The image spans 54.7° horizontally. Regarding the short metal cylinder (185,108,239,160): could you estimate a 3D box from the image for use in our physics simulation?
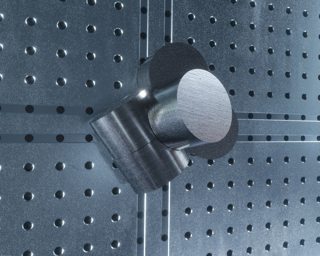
[{"bbox_3d":[0.058,0.001,0.421,0.081,0.050,0.079,0,90,-21],"label":"short metal cylinder"}]

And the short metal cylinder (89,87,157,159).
[{"bbox_3d":[-0.037,-0.007,0.371,0.080,0.080,0.050,-36,102,-17],"label":"short metal cylinder"}]

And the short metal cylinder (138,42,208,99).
[{"bbox_3d":[0.016,-0.066,0.405,0.081,0.050,0.079,0,90,-21],"label":"short metal cylinder"}]

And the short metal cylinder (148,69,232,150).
[{"bbox_3d":[0.034,-0.019,0.344,0.081,0.050,0.080,11,72,-36],"label":"short metal cylinder"}]

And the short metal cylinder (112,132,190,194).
[{"bbox_3d":[-0.011,0.036,0.380,0.080,0.080,0.050,-35,102,-17],"label":"short metal cylinder"}]
